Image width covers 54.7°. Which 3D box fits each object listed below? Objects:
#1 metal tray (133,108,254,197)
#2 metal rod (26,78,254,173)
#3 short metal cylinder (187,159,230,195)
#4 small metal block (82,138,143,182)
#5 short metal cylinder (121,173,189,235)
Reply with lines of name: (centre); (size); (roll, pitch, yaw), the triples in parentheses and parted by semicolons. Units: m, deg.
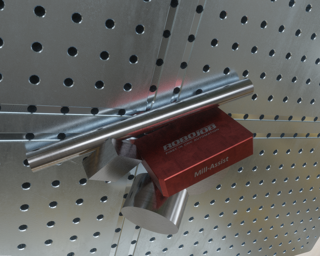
metal tray: (0.042, 0.025, 0.403); (0.131, 0.090, 0.030); (-24, 127, -14)
metal rod: (-0.011, -0.010, 0.394); (0.302, 0.025, 0.025); (-20, 126, -17)
short metal cylinder: (0.053, 0.050, 0.444); (0.081, 0.050, 0.079); (-18, 135, -19)
small metal block: (-0.058, 0.041, 0.384); (0.050, 0.025, 0.050); (-39, 151, 18)
short metal cylinder: (-0.006, 0.104, 0.423); (0.080, 0.080, 0.050); (56, 44, -39)
